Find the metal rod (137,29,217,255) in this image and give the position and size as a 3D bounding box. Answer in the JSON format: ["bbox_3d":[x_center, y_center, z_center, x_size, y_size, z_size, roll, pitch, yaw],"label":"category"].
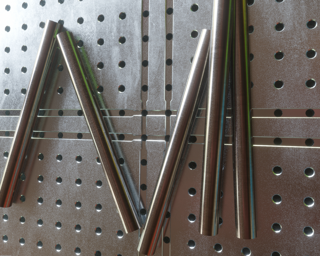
[{"bbox_3d":[0.023,0.023,0.403,0.025,0.025,0.298,18,96,18],"label":"metal rod"}]

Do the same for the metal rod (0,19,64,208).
[{"bbox_3d":[-0.205,-0.018,0.482,0.025,0.025,0.298,21,97,18],"label":"metal rod"}]

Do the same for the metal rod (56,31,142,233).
[{"bbox_3d":[-0.089,0.001,0.442,0.025,0.025,0.299,-24,82,18],"label":"metal rod"}]

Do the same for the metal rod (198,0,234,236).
[{"bbox_3d":[0.068,-0.017,0.375,0.025,0.025,0.298,5,96,19],"label":"metal rod"}]

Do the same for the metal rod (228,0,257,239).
[{"bbox_3d":[0.099,-0.018,0.377,0.025,0.025,0.298,-2,89,19],"label":"metal rod"}]
